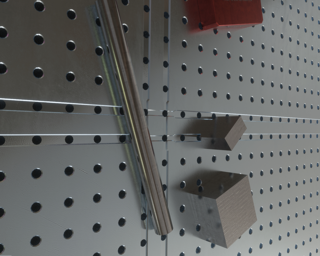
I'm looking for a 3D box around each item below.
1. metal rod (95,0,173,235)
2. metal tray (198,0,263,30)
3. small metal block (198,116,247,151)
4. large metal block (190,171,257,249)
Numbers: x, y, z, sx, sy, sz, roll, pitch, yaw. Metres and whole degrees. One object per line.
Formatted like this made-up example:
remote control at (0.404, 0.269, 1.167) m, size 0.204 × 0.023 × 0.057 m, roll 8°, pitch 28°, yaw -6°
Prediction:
metal rod at (-0.029, -0.005, 0.386) m, size 0.025 × 0.025 × 0.298 m, roll -23°, pitch 105°, yaw -38°
metal tray at (0.115, -0.211, 0.505) m, size 0.131 × 0.030 × 0.089 m, roll -18°, pitch 102°, yaw -39°
small metal block at (0.097, 0.007, 0.477) m, size 0.050 × 0.050 × 0.025 m, roll -48°, pitch 119°, yaw -29°
large metal block at (0.100, 0.123, 0.480) m, size 0.081 × 0.050 × 0.080 m, roll -25°, pitch 106°, yaw -38°
